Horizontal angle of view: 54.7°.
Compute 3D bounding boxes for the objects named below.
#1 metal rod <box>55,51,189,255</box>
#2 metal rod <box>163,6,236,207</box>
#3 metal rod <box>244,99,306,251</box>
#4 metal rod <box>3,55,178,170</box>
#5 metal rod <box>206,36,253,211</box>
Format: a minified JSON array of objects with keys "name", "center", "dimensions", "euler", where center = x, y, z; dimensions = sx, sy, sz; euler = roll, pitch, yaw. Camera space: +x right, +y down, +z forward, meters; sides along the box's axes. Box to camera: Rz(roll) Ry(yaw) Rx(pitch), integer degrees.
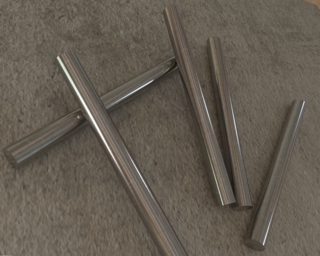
[{"name":"metal rod","center":[-0.033,0.049,0.335],"dimensions":[0.025,0.025,0.299],"euler":[-25,82,-37]},{"name":"metal rod","center":[0.050,-0.042,0.435],"dimensions":[0.025,0.025,0.299],"euler":[-4,70,-30]},{"name":"metal rod","center":[0.186,0.050,0.475],"dimensions":[0.025,0.025,0.301],"euler":[39,51,-3]},{"name":"metal rod","center":[-0.054,-0.041,0.400],"dimensions":[0.025,0.025,0.302],"euler":[48,51,5]},{"name":"metal rod","center":[0.101,-0.025,0.475],"dimensions":[0.025,0.025,0.299],"euler":[11,57,-23]}]
